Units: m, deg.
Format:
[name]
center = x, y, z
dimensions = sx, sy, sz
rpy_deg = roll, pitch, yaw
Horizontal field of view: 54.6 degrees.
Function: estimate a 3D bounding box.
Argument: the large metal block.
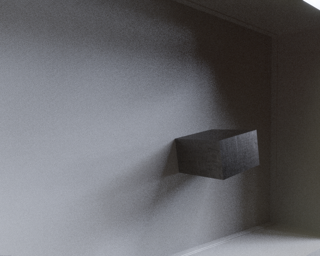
[large metal block]
center = 0.080, 0.033, 0.437
dimensions = 0.081, 0.080, 0.050
rpy_deg = -12, 98, -39
